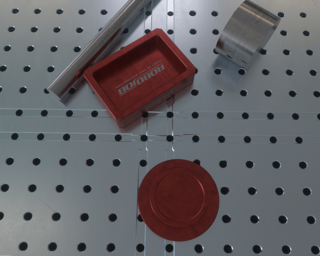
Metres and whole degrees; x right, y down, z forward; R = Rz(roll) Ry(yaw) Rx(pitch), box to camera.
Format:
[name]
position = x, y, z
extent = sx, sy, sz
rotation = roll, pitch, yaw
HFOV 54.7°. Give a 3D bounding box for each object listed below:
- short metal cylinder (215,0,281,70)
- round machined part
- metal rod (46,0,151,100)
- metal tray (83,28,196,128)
[short metal cylinder]
position = 0.121, -0.128, 0.430
extent = 0.050, 0.080, 0.080
rotation = 36, 74, 12
[round machined part]
position = 0.022, 0.084, 0.372
extent = 0.099, 0.042, 0.098
rotation = 0, 70, 0
[metal rod]
position = -0.060, -0.161, 0.469
extent = 0.025, 0.025, 0.300
rotation = 34, 73, 11
[metal tray]
position = -0.027, -0.072, 0.435
extent = 0.131, 0.030, 0.090
rotation = -34, 74, -12
